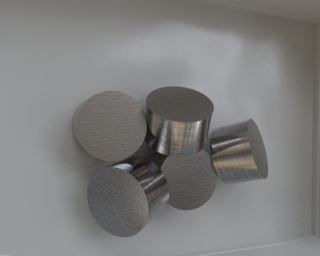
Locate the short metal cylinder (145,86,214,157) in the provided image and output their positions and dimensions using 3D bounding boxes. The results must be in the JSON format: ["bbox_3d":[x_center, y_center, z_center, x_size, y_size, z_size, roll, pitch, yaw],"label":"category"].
[{"bbox_3d":[0.021,-0.010,0.381,0.081,0.080,0.050,-9,129,-20],"label":"short metal cylinder"}]

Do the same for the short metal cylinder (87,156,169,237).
[{"bbox_3d":[-0.036,0.078,0.360,0.050,0.080,0.079,-18,99,-62],"label":"short metal cylinder"}]

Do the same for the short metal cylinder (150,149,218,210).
[{"bbox_3d":[0.028,0.062,0.407,0.081,0.050,0.079,0,90,-21],"label":"short metal cylinder"}]

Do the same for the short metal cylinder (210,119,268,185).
[{"bbox_3d":[0.107,0.032,0.415,0.080,0.050,0.080,36,46,-49],"label":"short metal cylinder"}]

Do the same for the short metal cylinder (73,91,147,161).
[{"bbox_3d":[-0.062,-0.002,0.372,0.081,0.050,0.079,0,90,-21],"label":"short metal cylinder"}]
